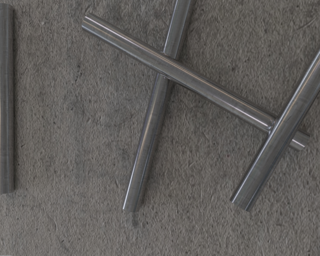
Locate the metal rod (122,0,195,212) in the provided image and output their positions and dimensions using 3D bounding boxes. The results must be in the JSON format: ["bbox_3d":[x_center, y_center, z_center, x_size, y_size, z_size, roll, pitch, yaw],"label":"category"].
[{"bbox_3d":[-0.002,-0.034,0.409,0.025,0.025,0.298,17,95,19],"label":"metal rod"}]

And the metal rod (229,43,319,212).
[{"bbox_3d":[0.160,-0.046,0.329,0.025,0.025,0.299,30,91,17],"label":"metal rod"}]

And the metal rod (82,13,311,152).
[{"bbox_3d":[0.036,-0.059,0.374,0.301,0.025,0.025,31,100,9],"label":"metal rod"}]

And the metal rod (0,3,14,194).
[{"bbox_3d":[-0.248,-0.046,0.496,0.025,0.025,0.298,0,90,20],"label":"metal rod"}]
